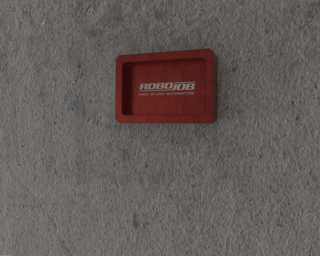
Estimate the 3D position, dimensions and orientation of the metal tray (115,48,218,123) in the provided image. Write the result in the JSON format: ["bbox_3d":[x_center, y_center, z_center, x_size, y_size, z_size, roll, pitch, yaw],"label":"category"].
[{"bbox_3d":[0.007,-0.051,0.404,0.130,0.030,0.090,1,90,20],"label":"metal tray"}]
